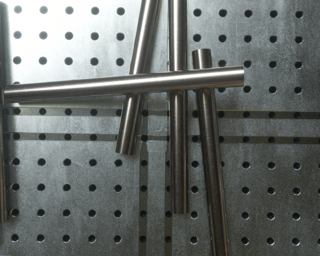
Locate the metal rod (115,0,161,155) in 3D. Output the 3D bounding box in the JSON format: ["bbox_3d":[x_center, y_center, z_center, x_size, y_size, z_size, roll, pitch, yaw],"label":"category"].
[{"bbox_3d":[-0.022,-0.113,0.413,0.025,0.025,0.299,10,90,0],"label":"metal rod"}]

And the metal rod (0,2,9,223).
[{"bbox_3d":[-0.220,-0.026,0.411,0.025,0.025,0.298,-2,90,0],"label":"metal rod"}]

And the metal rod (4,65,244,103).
[{"bbox_3d":[-0.051,-0.053,0.389,0.301,0.025,0.025,-3,90,9],"label":"metal rod"}]

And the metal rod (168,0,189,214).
[{"bbox_3d":[0.025,-0.038,0.413,0.025,0.025,0.298,-1,90,0],"label":"metal rod"}]

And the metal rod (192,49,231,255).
[{"bbox_3d":[0.069,0.046,0.413,0.025,0.025,0.298,-6,90,0],"label":"metal rod"}]
